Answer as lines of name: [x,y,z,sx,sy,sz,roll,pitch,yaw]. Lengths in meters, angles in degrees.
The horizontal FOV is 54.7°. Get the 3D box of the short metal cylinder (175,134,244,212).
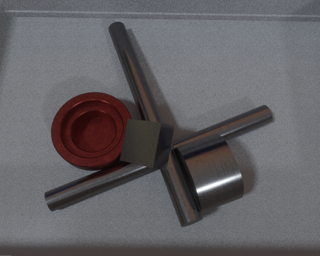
short metal cylinder: [0.055,0.052,0.361,0.050,0.080,0.080,-19,71,-7]

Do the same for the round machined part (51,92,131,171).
round machined part: [-0.083,0.007,0.396,0.099,0.042,0.098,0,70,-1]

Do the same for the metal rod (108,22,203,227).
metal rod: [-0.015,-0.024,0.398,0.025,0.025,0.299,-18,64,-7]

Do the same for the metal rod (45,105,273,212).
metal rod: [0.005,0.035,0.395,0.302,0.025,0.025,-21,72,-8]

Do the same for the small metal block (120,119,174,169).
small metal block: [-0.015,0.018,0.358,0.050,0.025,0.050,8,85,37]
